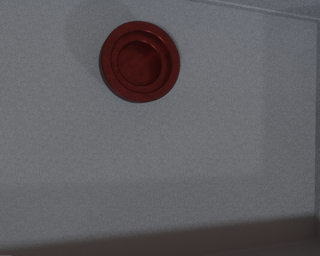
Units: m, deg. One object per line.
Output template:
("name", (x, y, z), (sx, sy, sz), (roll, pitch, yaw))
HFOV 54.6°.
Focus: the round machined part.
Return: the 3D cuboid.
("round machined part", (-0.028, -0.080, 0.391), (0.099, 0.042, 0.097), (0, 90, -20))
